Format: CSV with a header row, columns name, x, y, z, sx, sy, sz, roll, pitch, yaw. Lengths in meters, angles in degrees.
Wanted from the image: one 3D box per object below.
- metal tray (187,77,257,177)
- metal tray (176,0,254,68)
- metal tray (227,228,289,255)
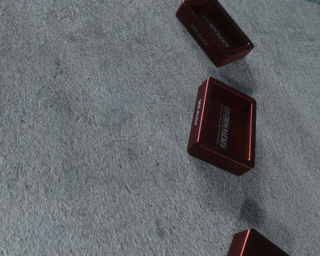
name,x,y,z,sx,sy,sz,roll,pitch,yaw
metal tray,0.094,-0.005,0.453,0.090,0.030,0.130,24,53,-13
metal tray,0.100,-0.178,0.562,0.091,0.030,0.130,-27,76,-37
metal tray,0.108,0.191,0.342,0.090,0.030,0.130,38,51,-3
